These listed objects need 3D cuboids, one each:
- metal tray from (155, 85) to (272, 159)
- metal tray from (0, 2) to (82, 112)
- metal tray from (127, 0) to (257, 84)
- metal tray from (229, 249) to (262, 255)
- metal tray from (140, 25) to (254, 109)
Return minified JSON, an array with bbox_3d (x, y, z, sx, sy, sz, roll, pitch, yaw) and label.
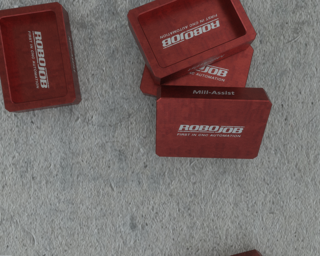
[{"bbox_3d":[0.061,-0.005,0.383,0.131,0.030,0.089,1,127,0],"label":"metal tray"},{"bbox_3d":[-0.160,-0.090,0.405,0.091,0.030,0.129,-9,90,0],"label":"metal tray"},{"bbox_3d":[0.037,-0.119,0.376,0.131,0.030,0.090,-23,83,-5],"label":"metal tray"},{"bbox_3d":[0.082,0.224,0.408,0.131,0.030,0.090,-14,90,0],"label":"metal tray"},{"bbox_3d":[0.047,-0.075,0.408,0.131,0.030,0.089,13,90,0],"label":"metal tray"}]
